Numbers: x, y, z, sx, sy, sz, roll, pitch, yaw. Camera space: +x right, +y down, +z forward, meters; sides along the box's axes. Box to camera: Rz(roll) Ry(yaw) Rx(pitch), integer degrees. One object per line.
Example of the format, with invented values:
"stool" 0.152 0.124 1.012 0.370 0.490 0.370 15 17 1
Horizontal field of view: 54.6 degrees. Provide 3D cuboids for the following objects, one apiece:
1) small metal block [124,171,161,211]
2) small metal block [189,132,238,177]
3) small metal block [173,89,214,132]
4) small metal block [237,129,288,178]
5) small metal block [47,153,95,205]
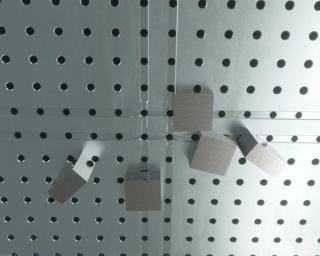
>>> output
"small metal block" -0.024 0.091 0.447 0.050 0.025 0.050 -1 110 0
"small metal block" 0.071 0.034 0.426 0.050 0.025 0.050 15 109 -6
"small metal block" 0.042 -0.023 0.405 0.050 0.025 0.050 -1 110 0
"small metal block" 0.134 0.033 0.413 0.050 0.050 0.025 34 107 -12
"small metal block" -0.120 0.068 0.424 0.050 0.050 0.025 -41 105 14
